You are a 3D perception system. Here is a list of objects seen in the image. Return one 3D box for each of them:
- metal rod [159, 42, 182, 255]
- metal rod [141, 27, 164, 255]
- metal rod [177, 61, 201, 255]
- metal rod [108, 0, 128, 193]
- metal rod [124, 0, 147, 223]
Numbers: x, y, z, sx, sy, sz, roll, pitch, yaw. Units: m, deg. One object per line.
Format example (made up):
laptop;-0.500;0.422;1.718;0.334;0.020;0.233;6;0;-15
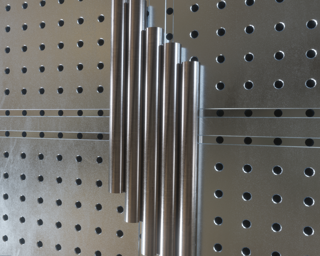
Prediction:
metal rod;0.013;0.040;0.406;0.025;0.025;0.298;1;90;19
metal rod;-0.010;0.018;0.414;0.025;0.025;0.298;1;90;19
metal rod;0.037;0.066;0.398;0.025;0.025;0.298;1;90;19
metal rod;-0.057;-0.060;0.431;0.025;0.025;0.298;1;90;19
metal rod;-0.033;-0.023;0.422;0.025;0.025;0.298;1;90;19
